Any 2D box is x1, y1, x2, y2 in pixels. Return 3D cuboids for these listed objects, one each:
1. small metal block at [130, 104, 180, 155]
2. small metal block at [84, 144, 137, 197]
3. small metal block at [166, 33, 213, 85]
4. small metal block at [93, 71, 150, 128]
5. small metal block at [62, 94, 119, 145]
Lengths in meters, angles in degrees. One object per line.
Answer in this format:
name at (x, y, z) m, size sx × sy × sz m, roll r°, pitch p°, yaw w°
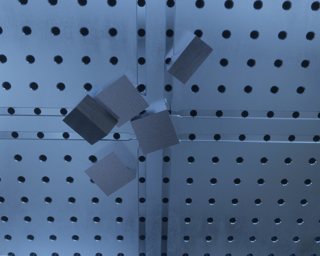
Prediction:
small metal block at (-0.006, 0.002, 0.414) m, size 0.050 × 0.025 × 0.050 m, roll -19°, pitch 109°, yaw 6°
small metal block at (-0.068, 0.059, 0.434) m, size 0.050 × 0.025 × 0.050 m, roll -35°, pitch 107°, yaw 11°
small metal block at (0.034, -0.084, 0.370) m, size 0.025 × 0.050 × 0.050 m, roll 36°, pitch 106°, yaw -13°
small metal block at (-0.048, -0.037, 0.399) m, size 0.050 × 0.025 × 0.050 m, roll -34°, pitch 107°, yaw 11°
small metal block at (-0.089, -0.009, 0.395) m, size 0.050 × 0.025 × 0.050 m, roll 43°, pitch 144°, yaw -15°
